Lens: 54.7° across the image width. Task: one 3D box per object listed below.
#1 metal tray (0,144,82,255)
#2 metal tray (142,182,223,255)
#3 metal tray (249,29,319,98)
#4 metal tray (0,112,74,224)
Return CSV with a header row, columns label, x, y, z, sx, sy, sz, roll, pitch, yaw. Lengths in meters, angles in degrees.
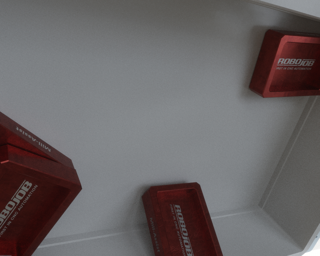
label,x,y,z,sx,sy,sz,roll,pitch,yaw
metal tray,-0.159,0.089,0.334,0.090,0.030,0.130,31,101,-38
metal tray,0.033,0.148,0.451,0.091,0.130,0.030,1,148,-29
metal tray,0.202,-0.093,0.457,0.131,0.030,0.089,-5,121,-26
metal tray,-0.171,0.043,0.339,0.090,0.030,0.130,-43,130,1
